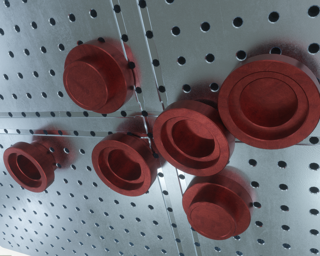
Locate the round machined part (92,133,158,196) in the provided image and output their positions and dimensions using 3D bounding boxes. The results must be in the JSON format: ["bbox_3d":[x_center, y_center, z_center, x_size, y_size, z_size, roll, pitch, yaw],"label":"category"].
[{"bbox_3d":[-0.048,0.049,0.457,0.098,0.042,0.097,13,124,21],"label":"round machined part"}]

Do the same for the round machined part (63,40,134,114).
[{"bbox_3d":[-0.087,-0.062,0.409,0.098,0.042,0.097,13,124,21],"label":"round machined part"}]

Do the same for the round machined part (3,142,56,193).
[{"bbox_3d":[-0.231,0.066,0.564,0.098,0.042,0.097,13,124,21],"label":"round machined part"}]

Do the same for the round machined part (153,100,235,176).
[{"bbox_3d":[0.044,0.008,0.378,0.098,0.042,0.097,18,131,22],"label":"round machined part"}]

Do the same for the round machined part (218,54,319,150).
[{"bbox_3d":[0.113,-0.030,0.322,0.098,0.042,0.097,13,124,20],"label":"round machined part"}]

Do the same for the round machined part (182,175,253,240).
[{"bbox_3d":[0.076,0.116,0.432,0.098,0.042,0.097,13,124,21],"label":"round machined part"}]
